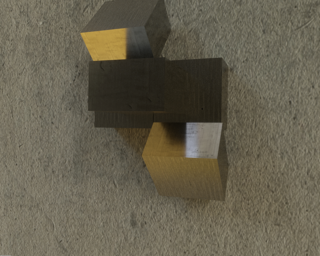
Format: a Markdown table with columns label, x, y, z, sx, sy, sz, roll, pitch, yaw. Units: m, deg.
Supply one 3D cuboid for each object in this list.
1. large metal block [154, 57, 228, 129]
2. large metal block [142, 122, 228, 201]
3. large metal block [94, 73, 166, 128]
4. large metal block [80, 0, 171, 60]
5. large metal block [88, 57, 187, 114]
| label | x | y | z | sx | sy | sz | roll | pitch | yaw |
| --- | --- | --- | --- | --- | --- | --- | --- | --- | --- |
| large metal block | 0.039 | -0.039 | 0.381 | 0.080 | 0.050 | 0.079 | 1 | 90 | 19 |
| large metal block | 0.034 | 0.039 | 0.362 | 0.080 | 0.080 | 0.050 | 1 | 47 | 19 |
| large metal block | -0.037 | -0.040 | 0.407 | 0.080 | 0.050 | 0.079 | 1 | 90 | 19 |
| large metal block | -0.039 | -0.121 | 0.387 | 0.080 | 0.050 | 0.080 | 1 | 46 | 20 |
| large metal block | -0.020 | -0.041 | 0.334 | 0.080 | 0.080 | 0.050 | 1 | 91 | 19 |
